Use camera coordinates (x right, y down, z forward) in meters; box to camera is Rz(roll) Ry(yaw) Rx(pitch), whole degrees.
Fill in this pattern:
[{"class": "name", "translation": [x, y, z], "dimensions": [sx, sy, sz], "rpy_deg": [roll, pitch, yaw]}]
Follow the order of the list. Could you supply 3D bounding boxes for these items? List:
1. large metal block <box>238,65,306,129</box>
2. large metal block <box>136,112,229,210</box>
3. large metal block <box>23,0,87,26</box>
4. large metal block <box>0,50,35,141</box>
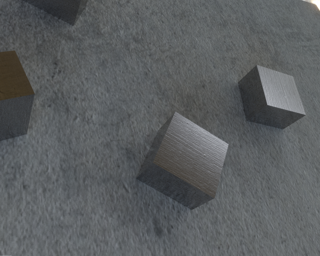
[{"class": "large metal block", "translation": [0.186, -0.051, 0.522], "dimensions": [0.081, 0.050, 0.080], "rpy_deg": [11, 57, -23]}, {"class": "large metal block", "translation": [0.029, 0.040, 0.380], "dimensions": [0.080, 0.050, 0.080], "rpy_deg": [31, 52, -9]}, {"class": "large metal block", "translation": [-0.137, -0.200, 0.418], "dimensions": [0.080, 0.080, 0.050], "rpy_deg": [25, 53, -14]}, {"class": "large metal block", "translation": [-0.172, -0.022, 0.290], "dimensions": [0.081, 0.080, 0.050], "rpy_deg": [-18, 72, -35]}]
